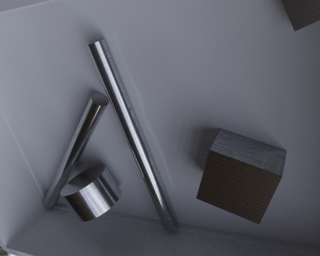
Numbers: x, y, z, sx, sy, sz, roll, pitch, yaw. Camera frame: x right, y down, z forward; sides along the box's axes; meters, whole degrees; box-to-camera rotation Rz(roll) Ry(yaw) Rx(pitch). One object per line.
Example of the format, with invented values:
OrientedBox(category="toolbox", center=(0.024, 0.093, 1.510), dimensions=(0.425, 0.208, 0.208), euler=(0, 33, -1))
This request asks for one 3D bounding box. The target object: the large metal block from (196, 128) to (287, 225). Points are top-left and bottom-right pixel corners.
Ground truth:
OrientedBox(category="large metal block", center=(0.097, 0.058, 0.376), dimensions=(0.080, 0.050, 0.079), euler=(20, 126, 16))

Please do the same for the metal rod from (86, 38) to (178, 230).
OrientedBox(category="metal rod", center=(-0.031, 0.023, 0.437), dimensions=(0.025, 0.025, 0.298), euler=(-7, 115, 31))

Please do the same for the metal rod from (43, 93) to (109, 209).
OrientedBox(category="metal rod", center=(-0.150, 0.055, 0.519), dimensions=(0.025, 0.025, 0.298), euler=(38, 129, 2))

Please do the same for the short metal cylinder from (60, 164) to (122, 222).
OrientedBox(category="short metal cylinder", center=(-0.108, 0.101, 0.491), dimensions=(0.080, 0.080, 0.050), euler=(-18, 109, 35))

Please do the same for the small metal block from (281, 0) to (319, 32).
OrientedBox(category="small metal block", center=(0.132, -0.120, 0.265), dimensions=(0.050, 0.025, 0.050), euler=(-20, 108, 35))
